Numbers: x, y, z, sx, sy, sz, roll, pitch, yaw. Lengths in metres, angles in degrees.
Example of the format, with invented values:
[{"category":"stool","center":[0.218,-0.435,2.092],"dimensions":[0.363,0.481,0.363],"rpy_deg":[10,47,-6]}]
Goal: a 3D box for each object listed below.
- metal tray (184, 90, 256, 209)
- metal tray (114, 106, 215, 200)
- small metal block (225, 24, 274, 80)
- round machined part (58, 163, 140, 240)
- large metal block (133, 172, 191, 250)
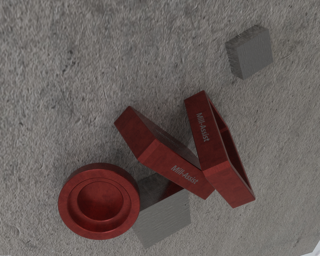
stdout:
[{"category":"metal tray","center":[0.074,0.024,0.392],"dimensions":[0.030,0.130,0.090],"rpy_deg":[-27,132,17]},{"category":"metal tray","center":[0.010,0.032,0.390],"dimensions":[0.030,0.090,0.130],"rpy_deg":[-49,129,6]},{"category":"small metal block","center":[0.119,-0.100,0.410],"dimensions":[0.050,0.025,0.050],"rpy_deg":[-32,129,-8]},{"category":"round machined part","center":[-0.075,0.089,0.394],"dimensions":[0.099,0.042,0.097],"rpy_deg":[-1,107,-4]},{"category":"large metal block","center":[-0.004,0.118,0.458],"dimensions":[0.081,0.050,0.079],"rpy_deg":[-23,127,-20]}]
